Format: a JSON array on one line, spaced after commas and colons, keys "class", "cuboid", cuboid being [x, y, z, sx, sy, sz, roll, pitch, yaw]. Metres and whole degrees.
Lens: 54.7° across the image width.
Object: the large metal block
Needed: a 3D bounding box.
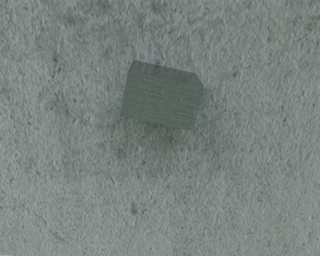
[{"class": "large metal block", "cuboid": [0.001, -0.042, 0.365, 0.081, 0.080, 0.050, 11, 110, -5]}]
